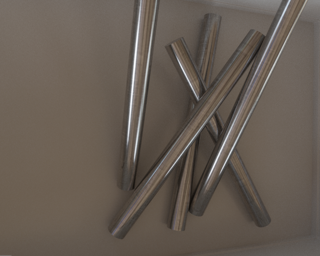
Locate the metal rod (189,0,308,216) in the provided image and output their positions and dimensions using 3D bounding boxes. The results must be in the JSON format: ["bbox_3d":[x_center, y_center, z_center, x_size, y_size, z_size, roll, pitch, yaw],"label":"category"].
[{"bbox_3d":[0.099,-0.016,0.382,0.025,0.025,0.298,13,111,-20],"label":"metal rod"}]

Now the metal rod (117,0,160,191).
[{"bbox_3d":[-0.023,-0.061,0.337,0.025,0.025,0.298,-1,116,-20],"label":"metal rod"}]

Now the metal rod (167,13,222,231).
[{"bbox_3d":[0.048,-0.011,0.429,0.025,0.025,0.298,12,86,-20],"label":"metal rod"}]

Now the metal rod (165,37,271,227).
[{"bbox_3d":[0.087,0.018,0.423,0.025,0.025,0.299,-35,109,-17],"label":"metal rod"}]

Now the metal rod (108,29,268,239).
[{"bbox_3d":[0.031,0.011,0.381,0.025,0.025,0.299,34,94,-17],"label":"metal rod"}]
